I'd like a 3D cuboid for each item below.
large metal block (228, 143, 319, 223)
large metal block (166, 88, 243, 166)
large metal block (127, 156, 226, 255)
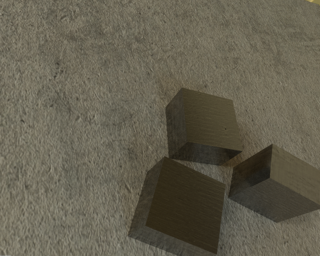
[{"bbox_3d":[0.149,0.075,0.403,0.080,0.080,0.050,28,52,-10],"label":"large metal block"},{"bbox_3d":[0.057,0.000,0.418,0.081,0.050,0.080,11,57,-23],"label":"large metal block"},{"bbox_3d":[0.021,0.090,0.343,0.080,0.050,0.080,26,53,-12],"label":"large metal block"}]
